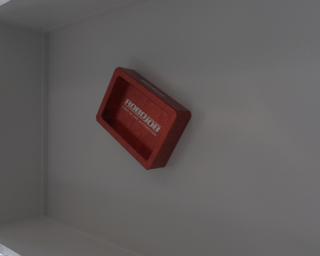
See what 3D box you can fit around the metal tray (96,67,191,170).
[{"bbox_3d":[-0.028,-0.016,0.428,0.130,0.030,0.089,40,114,33],"label":"metal tray"}]
